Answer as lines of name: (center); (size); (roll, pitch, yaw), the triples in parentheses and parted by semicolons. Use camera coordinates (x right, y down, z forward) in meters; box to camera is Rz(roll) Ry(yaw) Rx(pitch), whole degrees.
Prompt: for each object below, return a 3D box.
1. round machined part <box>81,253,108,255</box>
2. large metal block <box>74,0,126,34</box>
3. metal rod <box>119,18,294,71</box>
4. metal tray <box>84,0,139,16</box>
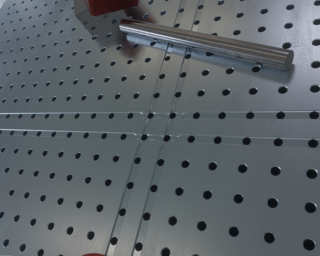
round machined part: (-0.079, 0.184, 0.326); (0.098, 0.042, 0.098); (-13, 56, 21)
large metal block: (-0.118, -0.243, 0.604); (0.080, 0.050, 0.080); (-24, 53, 13)
metal rod: (0.047, -0.133, 0.464); (0.300, 0.025, 0.025); (25, 75, 36)
metal tray: (-0.104, -0.264, 0.573); (0.091, 0.030, 0.130); (-20, 56, -14)
